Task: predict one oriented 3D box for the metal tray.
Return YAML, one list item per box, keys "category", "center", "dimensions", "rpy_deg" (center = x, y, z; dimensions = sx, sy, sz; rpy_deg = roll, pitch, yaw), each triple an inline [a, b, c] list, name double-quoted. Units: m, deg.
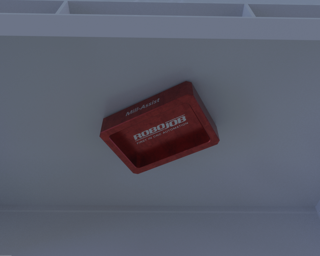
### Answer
- category: "metal tray"
  center: [0.000, 0.004, 0.405]
  dimensions: [0.130, 0.030, 0.090]
  rpy_deg: [-23, 127, 17]
